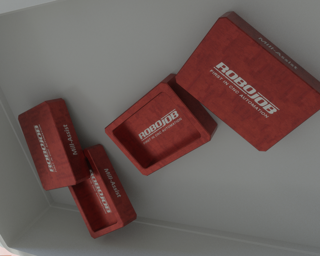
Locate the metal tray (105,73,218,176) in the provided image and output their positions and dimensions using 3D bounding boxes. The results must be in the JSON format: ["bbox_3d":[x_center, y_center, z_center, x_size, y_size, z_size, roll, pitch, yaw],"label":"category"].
[{"bbox_3d":[-0.003,0.001,0.407,0.130,0.030,0.090,-35,99,38],"label":"metal tray"}]

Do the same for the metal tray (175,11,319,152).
[{"bbox_3d":[0.092,-0.046,0.328,0.130,0.030,0.089,40,129,1],"label":"metal tray"}]

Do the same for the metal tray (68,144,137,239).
[{"bbox_3d":[-0.101,0.102,0.494,0.090,0.030,0.130,-34,80,38],"label":"metal tray"}]

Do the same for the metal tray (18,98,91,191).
[{"bbox_3d":[-0.167,0.028,0.484,0.090,0.030,0.129,-17,93,38],"label":"metal tray"}]
